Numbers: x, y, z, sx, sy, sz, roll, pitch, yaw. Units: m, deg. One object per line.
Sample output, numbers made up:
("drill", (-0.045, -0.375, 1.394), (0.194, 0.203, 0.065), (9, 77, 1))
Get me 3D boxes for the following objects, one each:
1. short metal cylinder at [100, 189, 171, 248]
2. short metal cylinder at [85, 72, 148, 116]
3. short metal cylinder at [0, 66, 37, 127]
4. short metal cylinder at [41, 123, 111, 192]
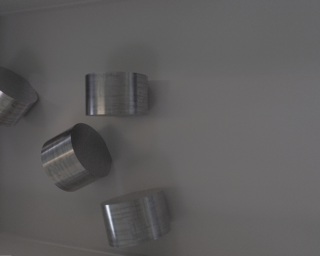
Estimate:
("short metal cylinder", (-0.030, 0.111, 0.392), (0.080, 0.080, 0.050), (-14, 85, 19))
("short metal cylinder", (-0.056, -0.041, 0.401), (0.080, 0.080, 0.050), (-1, 90, 20))
("short metal cylinder", (-0.235, -0.048, 0.464), (0.050, 0.080, 0.080), (-45, 76, 14))
("short metal cylinder", (-0.111, 0.040, 0.421), (0.050, 0.080, 0.080), (-27, 81, 18))
